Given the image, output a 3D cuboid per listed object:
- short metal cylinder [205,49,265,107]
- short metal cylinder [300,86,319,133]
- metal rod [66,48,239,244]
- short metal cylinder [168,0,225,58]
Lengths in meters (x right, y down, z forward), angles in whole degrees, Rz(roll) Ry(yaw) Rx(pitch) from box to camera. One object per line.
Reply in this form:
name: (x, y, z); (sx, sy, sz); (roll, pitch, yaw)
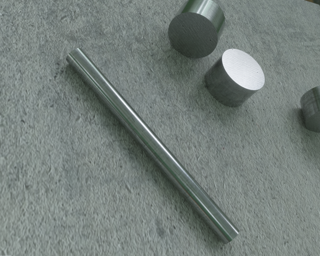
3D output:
short metal cylinder: (0.120, -0.081, 0.502); (0.081, 0.050, 0.080); (14, 56, -21)
short metal cylinder: (0.296, -0.033, 0.548); (0.081, 0.080, 0.050); (16, 56, -19)
metal rod: (-0.013, 0.018, 0.385); (0.300, 0.025, 0.025); (49, 51, 6)
short metal cylinder: (0.059, -0.160, 0.498); (0.080, 0.080, 0.050); (32, 52, -7)
